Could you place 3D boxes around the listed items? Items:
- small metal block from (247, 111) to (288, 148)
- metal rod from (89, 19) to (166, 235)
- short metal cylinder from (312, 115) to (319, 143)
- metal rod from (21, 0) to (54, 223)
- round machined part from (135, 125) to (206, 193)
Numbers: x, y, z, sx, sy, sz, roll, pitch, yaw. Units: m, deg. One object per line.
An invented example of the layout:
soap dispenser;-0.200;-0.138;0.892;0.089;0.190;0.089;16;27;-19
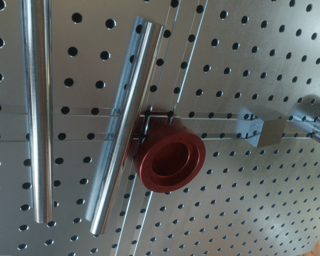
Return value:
small metal block;0.175;0.002;0.508;0.050;0.025;0.050;-9;122;-24
metal rod;-0.048;0.016;0.394;0.025;0.025;0.298;4;117;-30
short metal cylinder;0.335;0.004;0.580;0.081;0.050;0.079;-14;124;-21
metal rod;-0.128;-0.017;0.330;0.025;0.025;0.298;-5;121;-26
round machined part;0.011;0.038;0.430;0.099;0.042;0.097;-14;124;-21
